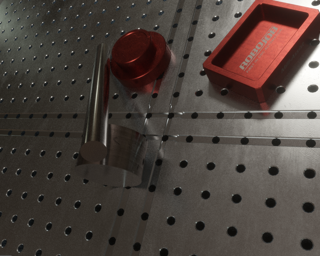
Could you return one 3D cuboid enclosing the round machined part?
[{"bbox_3d":[-0.036,-0.116,0.485,0.098,0.042,0.098,-13,56,20],"label":"round machined part"}]

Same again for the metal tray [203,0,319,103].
[{"bbox_3d":[0.130,-0.104,0.400,0.090,0.030,0.130,33,80,38],"label":"metal tray"}]

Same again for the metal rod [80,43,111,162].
[{"bbox_3d":[-0.081,-0.057,0.418,0.025,0.025,0.300,-29,32,10],"label":"metal rod"}]

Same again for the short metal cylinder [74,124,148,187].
[{"bbox_3d":[-0.058,0.036,0.380,0.080,0.080,0.050,-5,60,25],"label":"short metal cylinder"}]
